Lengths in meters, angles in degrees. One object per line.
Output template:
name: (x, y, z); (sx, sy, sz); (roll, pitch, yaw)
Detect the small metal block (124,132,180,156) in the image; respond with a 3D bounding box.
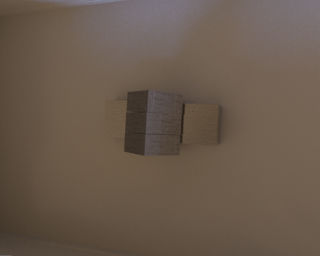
small metal block: (-0.010, 0.019, 0.388); (0.050, 0.050, 0.025); (3, 91, 56)

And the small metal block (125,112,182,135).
small metal block: (-0.009, -0.006, 0.387); (0.050, 0.050, 0.025); (3, 91, 56)

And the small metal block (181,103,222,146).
small metal block: (0.050, -0.005, 0.391); (0.050, 0.025, 0.050); (3, 91, 19)

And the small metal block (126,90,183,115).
small metal block: (-0.007, -0.031, 0.386); (0.050, 0.050, 0.025); (5, 92, 56)

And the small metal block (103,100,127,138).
small metal block: (-0.048, -0.012, 0.425); (0.050, 0.025, 0.050); (4, 91, 19)
